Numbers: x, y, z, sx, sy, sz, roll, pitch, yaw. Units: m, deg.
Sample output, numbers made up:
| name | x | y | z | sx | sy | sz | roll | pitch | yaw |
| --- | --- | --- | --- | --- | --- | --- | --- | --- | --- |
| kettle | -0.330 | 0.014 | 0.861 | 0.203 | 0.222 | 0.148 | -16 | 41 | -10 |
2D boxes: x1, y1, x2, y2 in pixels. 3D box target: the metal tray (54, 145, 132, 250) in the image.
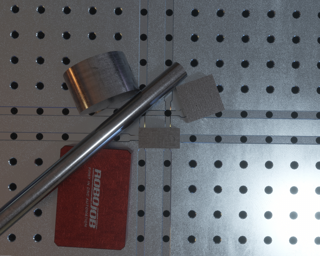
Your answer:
| name | x | y | z | sx | sy | sz | roll | pitch | yaw |
| --- | --- | --- | --- | --- | --- | --- | --- | --- | --- |
| metal tray | -0.086 | 0.089 | 0.410 | 0.091 | 0.030 | 0.129 | 4 | 90 | -1 |

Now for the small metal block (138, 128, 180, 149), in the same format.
| name | x | y | z | sx | sy | sz | roll | pitch | yaw |
| --- | --- | --- | --- | --- | --- | --- | --- | --- | --- |
| small metal block | -0.001 | 0.012 | 0.401 | 0.050 | 0.050 | 0.025 | 1 | 90 | -1 |

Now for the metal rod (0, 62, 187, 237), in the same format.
| name | x | y | z | sx | sy | sz | roll | pitch | yaw |
| --- | --- | --- | --- | --- | --- | --- | --- | --- | --- |
| metal rod | -0.084 | 0.021 | 0.382 | 0.301 | 0.025 | 0.025 | -41 | 90 | -10 |

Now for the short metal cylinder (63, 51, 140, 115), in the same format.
| name | x | y | z | sx | sy | sz | roll | pitch | yaw |
| --- | --- | --- | --- | --- | --- | --- | --- | --- | --- |
| short metal cylinder | -0.072 | -0.055 | 0.385 | 0.080 | 0.080 | 0.050 | -23 | 91 | 0 |

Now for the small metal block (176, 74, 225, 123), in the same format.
| name | x | y | z | sx | sy | sz | roll | pitch | yaw |
| --- | --- | --- | --- | --- | --- | --- | --- | --- | --- |
| small metal block | 0.052 | -0.039 | 0.414 | 0.050 | 0.025 | 0.050 | -20 | 90 | -1 |
